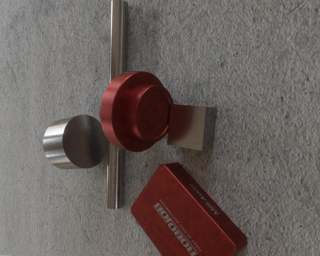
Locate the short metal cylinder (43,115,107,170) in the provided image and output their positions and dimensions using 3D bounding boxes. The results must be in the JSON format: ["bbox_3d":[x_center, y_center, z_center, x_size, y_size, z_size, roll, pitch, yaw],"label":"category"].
[{"bbox_3d":[-0.127,0.022,0.471,0.050,0.081,0.080,-9,85,39],"label":"short metal cylinder"}]

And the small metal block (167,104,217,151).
[{"bbox_3d":[0.038,-0.002,0.372,0.050,0.025,0.050,8,95,39],"label":"small metal block"}]

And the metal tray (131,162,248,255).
[{"bbox_3d":[0.029,0.117,0.377,0.130,0.030,0.089,47,117,29],"label":"metal tray"}]

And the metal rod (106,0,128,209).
[{"bbox_3d":[-0.063,-0.033,0.454,0.025,0.025,0.298,3,92,39],"label":"metal rod"}]

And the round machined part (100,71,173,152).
[{"bbox_3d":[-0.020,-0.019,0.372,0.042,0.099,0.097,9,96,39],"label":"round machined part"}]
